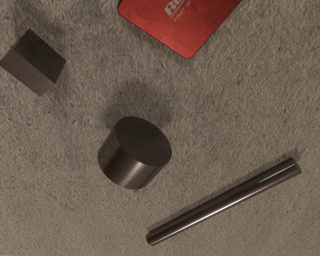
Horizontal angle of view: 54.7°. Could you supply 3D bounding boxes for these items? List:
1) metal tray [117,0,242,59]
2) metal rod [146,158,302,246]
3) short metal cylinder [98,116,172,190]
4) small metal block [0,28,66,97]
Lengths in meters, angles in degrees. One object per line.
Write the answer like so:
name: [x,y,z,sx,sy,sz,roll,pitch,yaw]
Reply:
metal tray: [0.032,-0.139,0.286,0.090,0.030,0.129,28,124,-23]
metal rod: [0.092,0.133,0.522,0.299,0.025,0.025,-35,122,26]
short metal cylinder: [-0.032,0.031,0.397,0.080,0.080,0.050,25,126,-20]
small metal block: [-0.133,-0.070,0.329,0.025,0.050,0.050,-32,124,24]
